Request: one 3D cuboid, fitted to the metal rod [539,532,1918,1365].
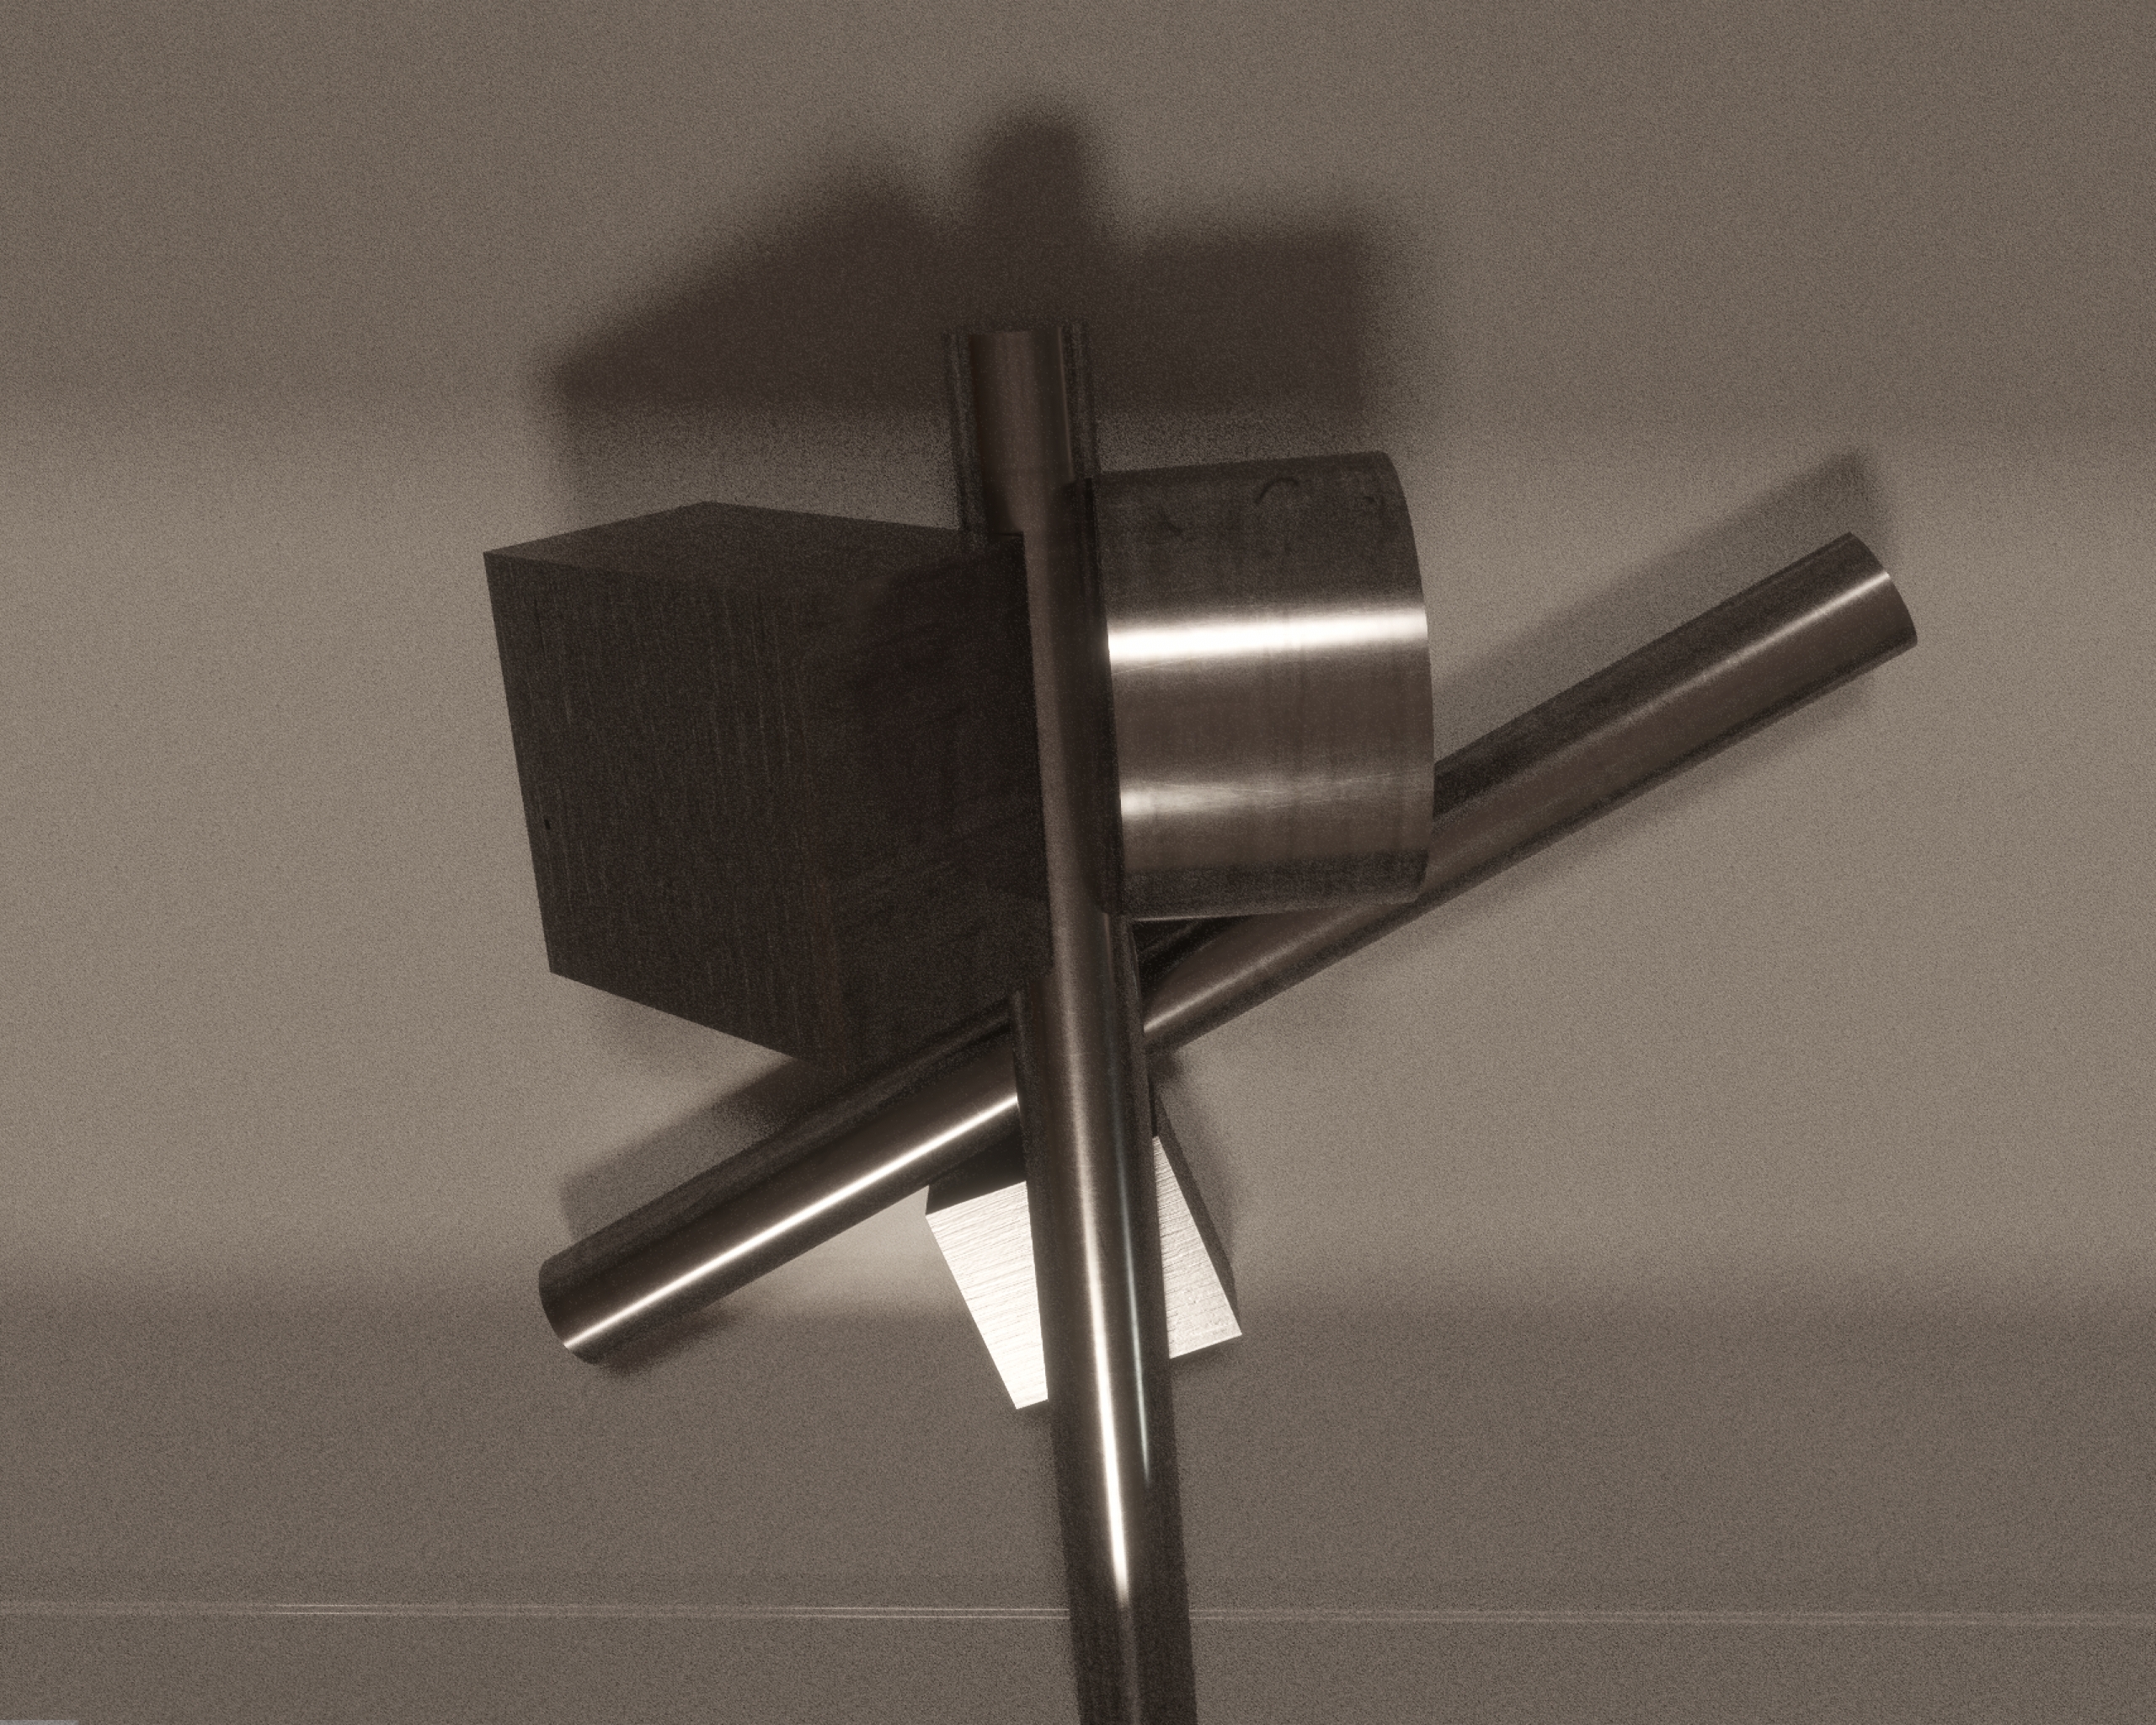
[{"bbox_3d":[0.022,0.022,0.417,0.300,0.025,0.025,-30,108,10],"label":"metal rod"}]

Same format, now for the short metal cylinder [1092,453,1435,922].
[{"bbox_3d":[0.030,-0.031,0.369,0.050,0.080,0.079,-5,110,0],"label":"short metal cylinder"}]

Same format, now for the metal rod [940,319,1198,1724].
[{"bbox_3d":[0.001,0.050,0.400,0.025,0.025,0.298,-5,109,1],"label":"metal rod"}]

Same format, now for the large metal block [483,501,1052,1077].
[{"bbox_3d":[-0.054,-0.017,0.369,0.080,0.050,0.079,13,116,38],"label":"large metal block"}]

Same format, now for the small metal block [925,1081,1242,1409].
[{"bbox_3d":[0.002,0.081,0.439,0.050,0.025,0.050,-20,109,7],"label":"small metal block"}]
